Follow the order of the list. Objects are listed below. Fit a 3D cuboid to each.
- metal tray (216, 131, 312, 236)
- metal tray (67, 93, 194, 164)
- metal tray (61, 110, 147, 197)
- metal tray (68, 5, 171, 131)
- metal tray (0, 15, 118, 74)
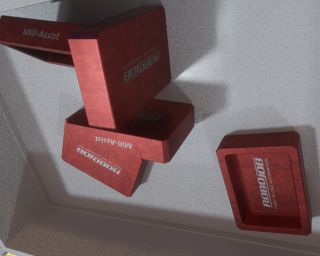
[{"bbox_3d":[0.129,0.070,0.379,0.090,0.030,0.129,-5,116,30],"label":"metal tray"},{"bbox_3d":[-0.033,-0.005,0.379,0.130,0.090,0.030,10,123,22],"label":"metal tray"},{"bbox_3d":[-0.085,0.040,0.473,0.130,0.030,0.089,27,128,10],"label":"metal tray"},{"bbox_3d":[-0.031,-0.067,0.314,0.030,0.131,0.089,7,122,24],"label":"metal tray"},{"bbox_3d":[-0.108,-0.094,0.362,0.130,0.090,0.030,13,90,20],"label":"metal tray"}]
